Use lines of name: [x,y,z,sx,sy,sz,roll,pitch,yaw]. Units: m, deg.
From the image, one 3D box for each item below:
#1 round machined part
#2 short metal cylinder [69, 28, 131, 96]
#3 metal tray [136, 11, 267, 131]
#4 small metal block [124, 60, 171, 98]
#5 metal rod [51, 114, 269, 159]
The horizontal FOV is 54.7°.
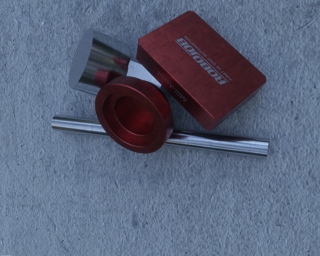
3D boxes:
round machined part: [-0.027,-0.020,0.378,0.098,0.042,0.097,18,133,21]
short metal cylinder: [-0.080,-0.082,0.404,0.080,0.050,0.080,-33,48,48]
metal tray: [0.046,-0.071,0.364,0.090,0.030,0.130,-37,75,-24]
small metal block: [-0.011,-0.062,0.399,0.050,0.050,0.025,25,99,18]
metal rod: [-0.014,0.008,0.415,0.301,0.025,0.025,7,92,19]
